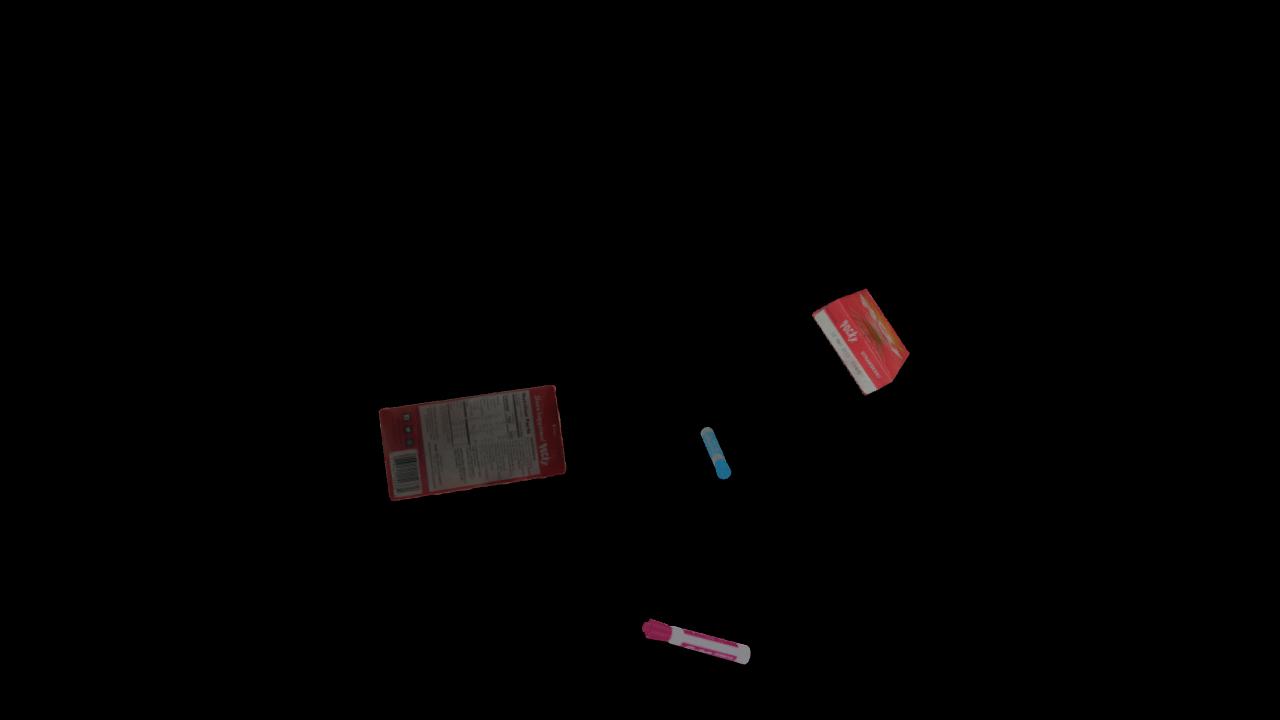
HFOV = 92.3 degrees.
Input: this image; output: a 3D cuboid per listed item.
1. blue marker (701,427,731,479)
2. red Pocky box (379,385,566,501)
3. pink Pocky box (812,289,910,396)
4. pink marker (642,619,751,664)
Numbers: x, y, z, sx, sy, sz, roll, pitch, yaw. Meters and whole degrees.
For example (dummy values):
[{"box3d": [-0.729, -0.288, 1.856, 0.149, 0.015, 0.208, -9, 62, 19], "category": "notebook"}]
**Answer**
[{"box3d": [0.102, 0.124, 0.827, 0.020, 0.020, 0.121, 0, 19, -6], "category": "blue marker"}, {"box3d": [-0.147, 0.073, 0.552, 0.155, 0.083, 0.028, -8, -4, -7], "category": "red Pocky box"}, {"box3d": [0.213, -0.022, 0.580, 0.029, 0.084, 0.155, -35, -8, 29], "category": "pink Pocky box"}, {"box3d": [0.058, 0.290, 0.634, 0.121, 0.020, 0.020, 22, -6, -15], "category": "pink marker"}]
